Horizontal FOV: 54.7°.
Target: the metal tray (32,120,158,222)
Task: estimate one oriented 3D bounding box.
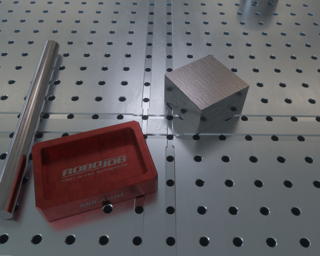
[{"bbox_3d":[-0.077,0.046,0.365,0.131,0.030,0.090,-14,51,-12],"label":"metal tray"}]

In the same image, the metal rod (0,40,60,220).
[{"bbox_3d":[-0.176,-0.023,0.425,0.025,0.025,0.300,-2,50,-2],"label":"metal rod"}]

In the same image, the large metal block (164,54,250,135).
[{"bbox_3d":[0.062,-0.049,0.433,0.081,0.050,0.080,-27,55,-21],"label":"large metal block"}]

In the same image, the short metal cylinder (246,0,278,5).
[{"bbox_3d":[0.215,-0.301,0.646,0.081,0.050,0.080,0,50,0],"label":"short metal cylinder"}]
